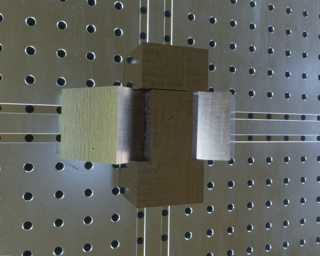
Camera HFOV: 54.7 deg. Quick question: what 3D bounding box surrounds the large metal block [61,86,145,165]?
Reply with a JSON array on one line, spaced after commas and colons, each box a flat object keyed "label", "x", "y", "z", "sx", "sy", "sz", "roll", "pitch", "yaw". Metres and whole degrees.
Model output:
[{"label": "large metal block", "x": -0.065, "y": -0.004, "z": 0.353, "sx": 0.050, "sy": 0.080, "sz": 0.079, "roll": 0, "pitch": 91, "yaw": -60}]

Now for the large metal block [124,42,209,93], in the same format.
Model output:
[{"label": "large metal block", "x": 0.005, "y": -0.068, "z": 0.385, "sx": 0.081, "sy": 0.080, "sz": 0.050, "roll": 1, "pitch": 90, "yaw": -20}]

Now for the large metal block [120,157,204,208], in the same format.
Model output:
[{"label": "large metal block", "x": -0.001, "y": 0.061, "z": 0.383, "sx": 0.081, "sy": 0.080, "sz": 0.050, "roll": 1, "pitch": 90, "yaw": -20}]

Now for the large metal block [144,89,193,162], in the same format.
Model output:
[{"label": "large metal block", "x": 0.000, "y": -0.002, "z": 0.383, "sx": 0.050, "sy": 0.080, "sz": 0.079, "roll": 1, "pitch": 90, "yaw": -20}]

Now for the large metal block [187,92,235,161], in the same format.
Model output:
[{"label": "large metal block", "x": 0.069, "y": -0.002, "z": 0.401, "sx": 0.050, "sy": 0.080, "sz": 0.079, "roll": 1, "pitch": 89, "yaw": 17}]
